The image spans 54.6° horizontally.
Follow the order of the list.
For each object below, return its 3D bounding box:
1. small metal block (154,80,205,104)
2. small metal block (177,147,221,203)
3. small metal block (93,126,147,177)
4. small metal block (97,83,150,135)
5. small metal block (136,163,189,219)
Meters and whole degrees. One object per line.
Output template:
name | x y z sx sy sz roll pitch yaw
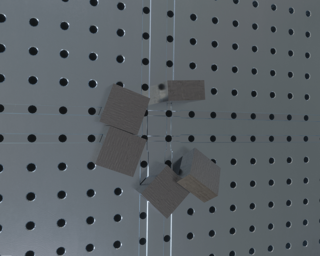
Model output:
small metal block | 0.025 -0.047 0.408 0.050 0.050 0.025 -4 92 -20
small metal block | 0.054 0.063 0.418 0.050 0.025 0.050 39 38 -16
small metal block | -0.051 0.029 0.394 0.050 0.025 0.050 22 83 -19
small metal block | -0.047 -0.023 0.395 0.050 0.025 0.050 21 83 -19
small metal block | 0.005 0.083 0.414 0.050 0.025 0.050 -47 105 -14
